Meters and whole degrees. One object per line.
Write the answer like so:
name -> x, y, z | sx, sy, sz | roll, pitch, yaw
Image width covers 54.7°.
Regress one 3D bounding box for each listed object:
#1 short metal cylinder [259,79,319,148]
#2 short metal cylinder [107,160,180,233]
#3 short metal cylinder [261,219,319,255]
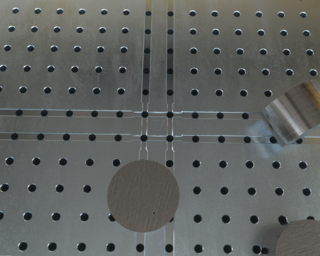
short metal cylinder -> 0.175, -0.017, 0.390 | 0.080, 0.080, 0.050 | -26, 72, -9
short metal cylinder -> -0.018, 0.083, 0.368 | 0.081, 0.050, 0.080 | 0, 70, 0
short metal cylinder -> 0.161, 0.145, 0.346 | 0.081, 0.050, 0.080 | 0, 70, 0
